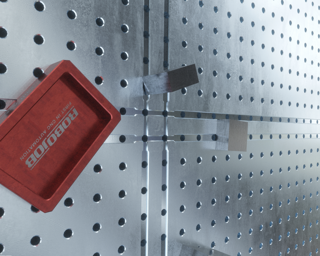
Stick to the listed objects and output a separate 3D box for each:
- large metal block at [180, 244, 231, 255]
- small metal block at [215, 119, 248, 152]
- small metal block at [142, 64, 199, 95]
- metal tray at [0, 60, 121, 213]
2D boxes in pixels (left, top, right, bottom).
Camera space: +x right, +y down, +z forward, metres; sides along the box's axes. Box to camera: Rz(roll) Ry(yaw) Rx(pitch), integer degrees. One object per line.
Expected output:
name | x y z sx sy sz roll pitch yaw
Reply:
large metal block | 0.067 0.223 0.453 0.080 0.050 0.080 26 74 -37
small metal block | 0.119 0.013 0.512 0.050 0.025 0.050 7 86 -40
small metal block | 0.014 -0.064 0.406 0.050 0.050 0.025 -24 106 -38
metal tray | -0.110 0.006 0.314 0.090 0.030 0.130 49 61 -29
